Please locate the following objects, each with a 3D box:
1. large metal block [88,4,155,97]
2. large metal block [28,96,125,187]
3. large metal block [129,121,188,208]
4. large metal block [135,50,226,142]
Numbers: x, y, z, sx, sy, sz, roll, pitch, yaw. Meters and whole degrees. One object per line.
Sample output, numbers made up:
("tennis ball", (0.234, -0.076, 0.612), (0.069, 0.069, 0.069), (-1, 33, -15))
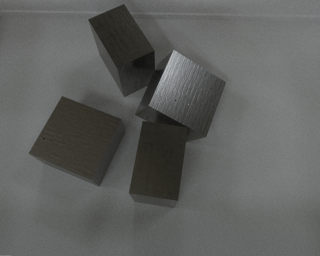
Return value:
("large metal block", (-0.048, -0.101, 0.417), (0.050, 0.080, 0.080), (-28, 73, -10))
("large metal block", (-0.099, 0.018, 0.389), (0.080, 0.050, 0.080), (21, 71, 7))
("large metal block", (-0.001, 0.046, 0.364), (0.050, 0.080, 0.080), (9, 70, 3))
("large metal block", (0.026, -0.038, 0.395), (0.080, 0.050, 0.080), (28, 71, -16))
